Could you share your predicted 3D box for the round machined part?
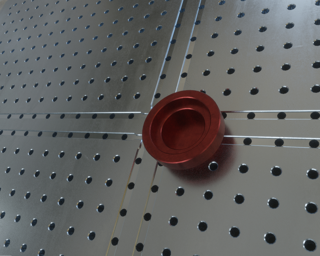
[{"bbox_3d":[0.031,0.005,0.378,0.098,0.042,0.098,-13,56,21],"label":"round machined part"}]
